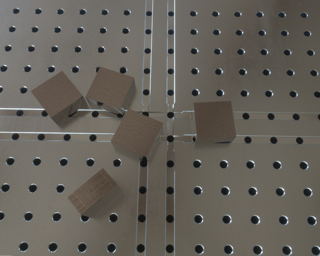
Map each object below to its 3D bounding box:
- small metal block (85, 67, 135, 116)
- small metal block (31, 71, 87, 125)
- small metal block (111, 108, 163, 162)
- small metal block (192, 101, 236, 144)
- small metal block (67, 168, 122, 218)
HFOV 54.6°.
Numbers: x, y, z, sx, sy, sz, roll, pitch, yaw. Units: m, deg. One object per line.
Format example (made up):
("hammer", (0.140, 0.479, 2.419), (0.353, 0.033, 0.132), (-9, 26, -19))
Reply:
("small metal block", (-0.068, -0.051, 0.430), (0.050, 0.025, 0.050), (19, 71, 6))
("small metal block", (-0.138, -0.042, 0.426), (0.050, 0.025, 0.050), (-38, 74, -13))
("small metal block", (-0.029, 0.009, 0.408), (0.050, 0.025, 0.050), (23, 72, 8))
("small metal block", (0.071, -0.007, 0.415), (0.050, 0.025, 0.050), (-3, 70, -1))
("small metal block", (-0.076, 0.078, 0.370), (0.050, 0.050, 0.025), (-40, 75, -13))
